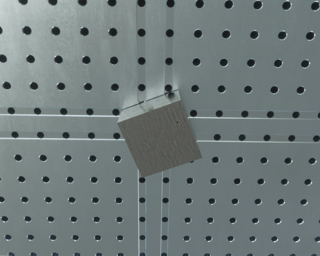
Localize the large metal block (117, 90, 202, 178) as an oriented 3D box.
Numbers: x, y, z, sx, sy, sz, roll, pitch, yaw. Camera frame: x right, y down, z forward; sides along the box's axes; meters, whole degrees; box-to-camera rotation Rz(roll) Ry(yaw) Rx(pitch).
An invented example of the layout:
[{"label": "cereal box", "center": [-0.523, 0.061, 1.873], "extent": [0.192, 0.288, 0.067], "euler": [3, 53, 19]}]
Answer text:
[{"label": "large metal block", "center": [0.001, 0.007, 0.400], "extent": [0.080, 0.050, 0.080], "euler": [-20, 109, 6]}]
